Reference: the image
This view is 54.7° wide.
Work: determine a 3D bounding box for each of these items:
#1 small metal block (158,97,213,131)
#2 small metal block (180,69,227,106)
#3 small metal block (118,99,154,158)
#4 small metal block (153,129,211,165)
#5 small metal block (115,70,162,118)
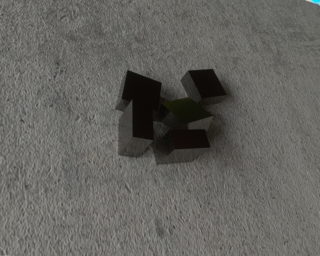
[{"bbox_3d":[0.034,-0.015,0.419,0.050,0.025,0.050,-16,45,-35],"label":"small metal block"},{"bbox_3d":[0.067,-0.062,0.477,0.050,0.025,0.050,-10,67,-33],"label":"small metal block"},{"bbox_3d":[-0.030,0.002,0.370,0.025,0.050,0.050,11,57,-23],"label":"small metal block"},{"bbox_3d":[0.026,0.024,0.386,0.050,0.050,0.025,-1,64,-28],"label":"small metal block"},{"bbox_3d":[-0.028,-0.043,0.415,0.050,0.025,0.050,18,55,-18],"label":"small metal block"}]
